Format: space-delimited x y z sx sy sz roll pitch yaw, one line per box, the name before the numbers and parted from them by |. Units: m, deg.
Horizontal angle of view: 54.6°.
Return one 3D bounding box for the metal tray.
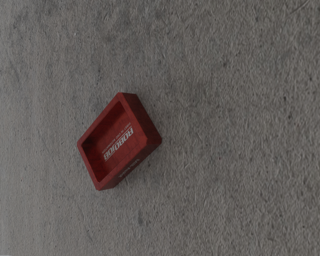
metal tray | -0.065 0.021 0.456 0.129 0.030 0.090 -45 63 31
